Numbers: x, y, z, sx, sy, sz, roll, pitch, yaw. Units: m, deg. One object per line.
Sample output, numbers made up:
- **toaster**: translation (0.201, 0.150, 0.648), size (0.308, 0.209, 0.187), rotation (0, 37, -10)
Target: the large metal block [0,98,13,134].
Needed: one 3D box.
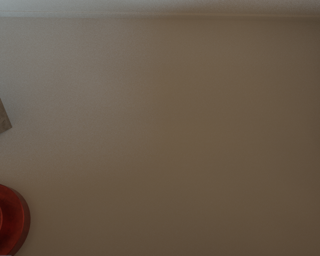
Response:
- **large metal block**: translation (-0.237, -0.036, 0.385), size (0.050, 0.080, 0.080), rotation (-35, 74, -28)

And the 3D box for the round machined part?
- **round machined part**: translation (-0.207, 0.112, 0.357), size (0.099, 0.042, 0.098), rotation (0, 70, -1)
